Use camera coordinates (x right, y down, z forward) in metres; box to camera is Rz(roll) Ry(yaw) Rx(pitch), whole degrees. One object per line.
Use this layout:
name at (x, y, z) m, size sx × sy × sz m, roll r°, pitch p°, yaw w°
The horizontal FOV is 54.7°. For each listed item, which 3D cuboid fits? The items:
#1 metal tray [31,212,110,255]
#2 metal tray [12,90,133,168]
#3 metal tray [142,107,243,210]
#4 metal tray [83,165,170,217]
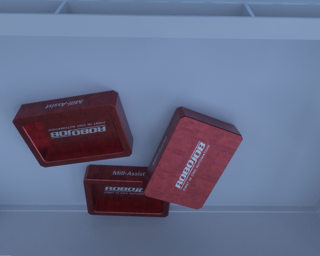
metal tray at (-0.161, 0.197, 0.574) m, size 0.131 × 0.030 × 0.089 m, roll 5°, pitch 130°, yaw -5°
metal tray at (-0.109, 0.004, 0.408) m, size 0.131 × 0.030 × 0.090 m, roll -8°, pitch 130°, yaw 6°
metal tray at (0.041, 0.045, 0.423) m, size 0.091 × 0.030 × 0.129 m, roll 19°, pitch 113°, yaw -16°
metal tray at (-0.049, 0.102, 0.491) m, size 0.131 × 0.030 × 0.089 m, roll 3°, pitch 130°, yaw -3°
